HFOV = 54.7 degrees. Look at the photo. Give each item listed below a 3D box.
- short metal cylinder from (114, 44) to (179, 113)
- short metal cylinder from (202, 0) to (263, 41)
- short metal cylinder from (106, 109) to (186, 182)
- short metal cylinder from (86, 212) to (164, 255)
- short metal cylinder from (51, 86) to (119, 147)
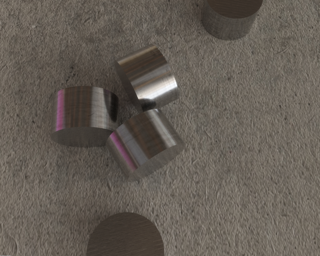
[{"bbox_3d":[-0.018,-0.061,0.401,0.050,0.080,0.080,-28,73,-10],"label":"short metal cylinder"},{"bbox_3d":[0.105,-0.179,0.461,0.081,0.050,0.080,0,70,0],"label":"short metal cylinder"},{"bbox_3d":[-0.017,0.022,0.371,0.080,0.080,0.050,-31,73,-11],"label":"short metal cylinder"},{"bbox_3d":[-0.036,0.137,0.344,0.081,0.050,0.080,0,70,0],"label":"short metal cylinder"},{"bbox_3d":[-0.091,-0.011,0.382,0.081,0.080,0.050,-4,70,-1],"label":"short metal cylinder"}]
